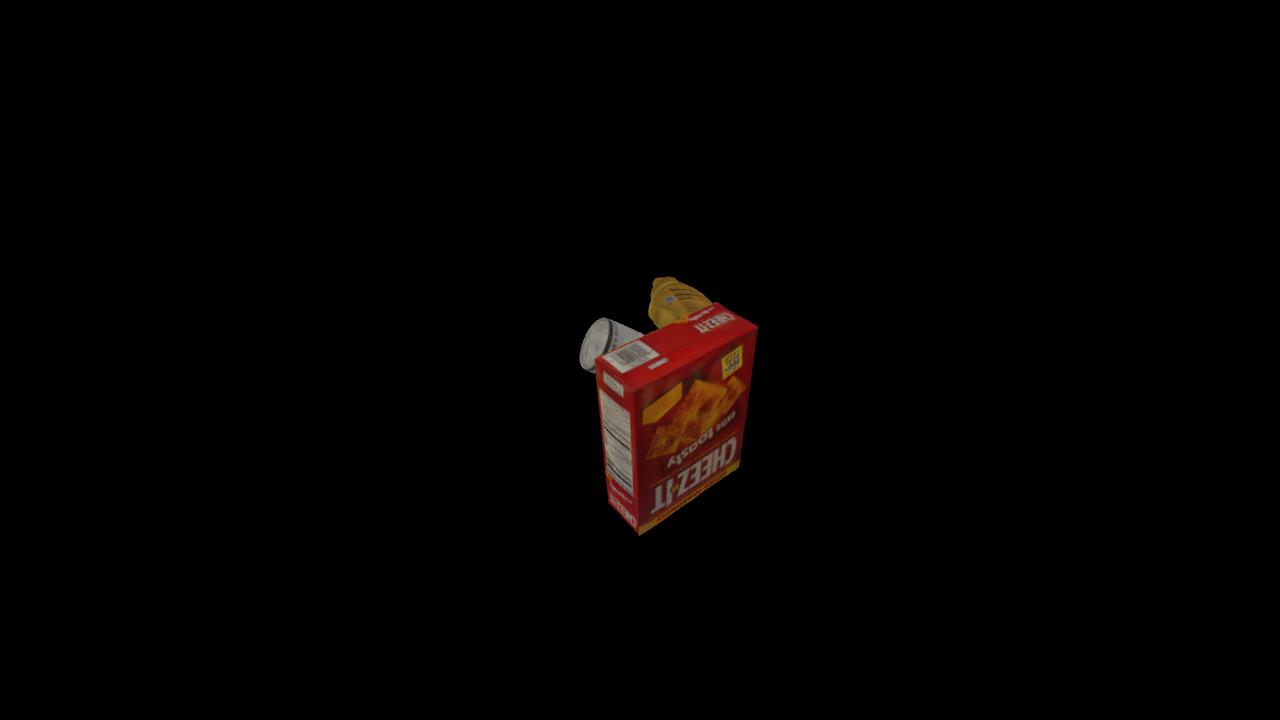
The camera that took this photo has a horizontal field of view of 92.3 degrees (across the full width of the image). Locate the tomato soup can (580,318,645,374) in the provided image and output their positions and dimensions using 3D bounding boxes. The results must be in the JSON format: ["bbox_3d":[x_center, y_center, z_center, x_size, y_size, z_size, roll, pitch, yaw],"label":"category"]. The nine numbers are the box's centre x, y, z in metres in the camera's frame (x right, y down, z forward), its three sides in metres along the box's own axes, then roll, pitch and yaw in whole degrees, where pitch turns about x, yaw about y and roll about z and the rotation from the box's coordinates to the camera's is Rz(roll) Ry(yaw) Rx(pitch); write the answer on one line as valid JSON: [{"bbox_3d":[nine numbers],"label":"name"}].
[{"bbox_3d":[-0.013,-0.004,0.734,0.101,0.068,0.068,22,-11,-28],"label":"tomato soup can"}]

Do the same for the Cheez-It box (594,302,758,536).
[{"bbox_3d":[0.041,0.067,0.678,0.166,0.223,0.071,-26,45,-28],"label":"Cheez-It box"}]

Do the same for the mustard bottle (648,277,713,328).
[{"bbox_3d":[0.059,-0.054,0.759,0.092,0.054,0.184,-6,37,-23],"label":"mustard bottle"}]
